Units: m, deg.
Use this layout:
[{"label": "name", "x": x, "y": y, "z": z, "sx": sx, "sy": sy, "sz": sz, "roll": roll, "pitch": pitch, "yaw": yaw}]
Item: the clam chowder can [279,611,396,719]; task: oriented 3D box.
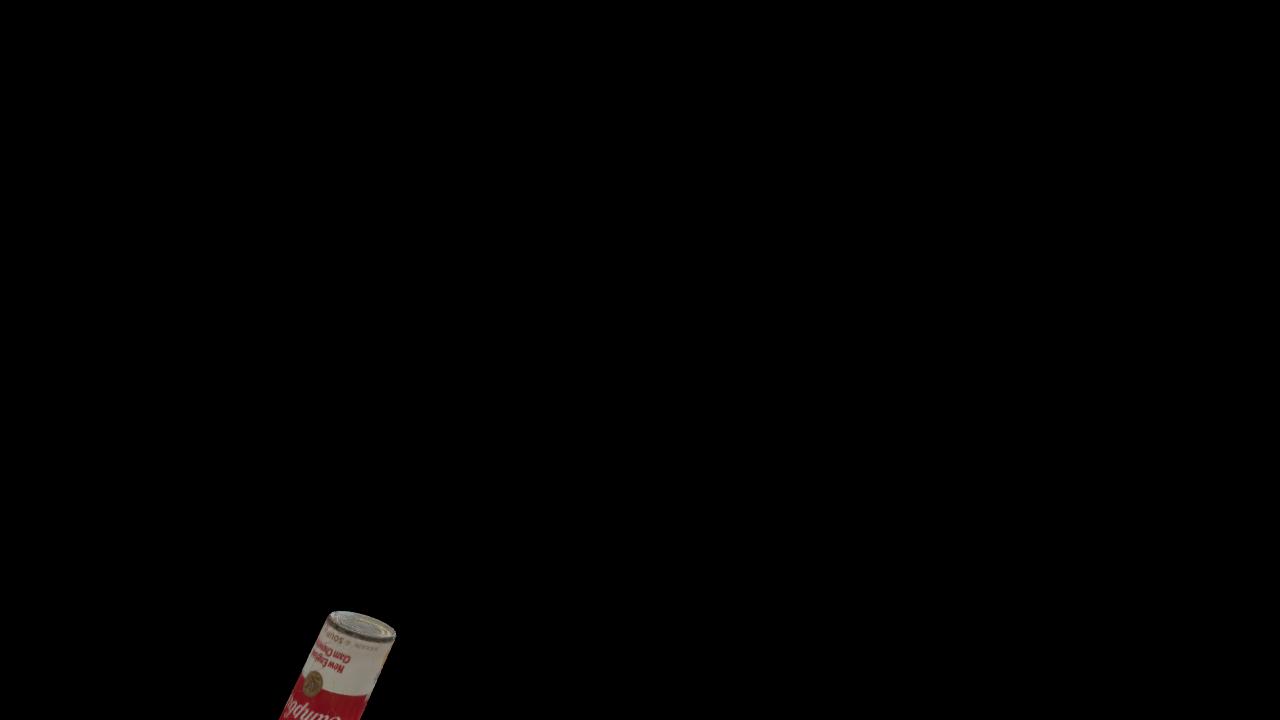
[{"label": "clam chowder can", "x": -0.280, "y": 0.296, "z": 0.571, "sx": 0.068, "sy": 0.102, "sz": 0.068, "roll": 20, "pitch": -15, "yaw": 6}]
